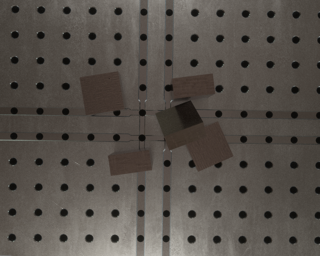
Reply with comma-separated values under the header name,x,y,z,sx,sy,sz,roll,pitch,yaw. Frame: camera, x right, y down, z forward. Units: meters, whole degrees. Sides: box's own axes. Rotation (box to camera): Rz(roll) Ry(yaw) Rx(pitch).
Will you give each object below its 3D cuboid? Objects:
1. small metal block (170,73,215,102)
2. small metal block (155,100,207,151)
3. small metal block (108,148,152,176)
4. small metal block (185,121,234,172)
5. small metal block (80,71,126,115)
name,x,y,z,sx,sy,sz,roll,pitch,yaw
small metal block,0.041,-0.051,0.401,0.050,0.050,0.025,-7,90,0
small metal block,0.026,-0.004,0.399,0.050,0.050,0.025,-20,130,-1
small metal block,-0.037,0.042,0.400,0.050,0.050,0.025,-8,90,0
small metal block,0.062,0.024,0.414,0.050,0.025,0.050,-24,90,-1
small metal block,-0.075,-0.045,0.412,0.050,0.025,0.050,-9,90,-1
